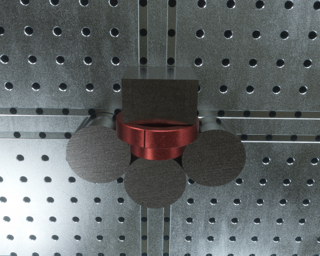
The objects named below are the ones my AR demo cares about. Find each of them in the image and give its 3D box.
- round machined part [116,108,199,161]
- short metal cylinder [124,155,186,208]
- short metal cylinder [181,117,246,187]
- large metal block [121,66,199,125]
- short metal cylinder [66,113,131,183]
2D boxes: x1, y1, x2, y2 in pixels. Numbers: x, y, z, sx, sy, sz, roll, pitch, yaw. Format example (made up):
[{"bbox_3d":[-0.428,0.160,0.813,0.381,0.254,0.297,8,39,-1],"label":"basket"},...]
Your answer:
[{"bbox_3d":[-0.003,0.006,0.375,0.099,0.098,0.042,2,110,-1],"label":"round machined part"},{"bbox_3d":[-0.006,0.062,0.423,0.081,0.050,0.079,0,110,0],"label":"short metal cylinder"},{"bbox_3d":[0.068,0.030,0.412,0.081,0.050,0.079,0,110,0],"label":"short metal cylinder"},{"bbox_3d":[0.000,-0.041,0.368,0.081,0.080,0.050,1,110,-1],"label":"large metal block"},{"bbox_3d":[-0.077,0.026,0.409,0.081,0.050,0.079,0,110,0],"label":"short metal cylinder"}]
